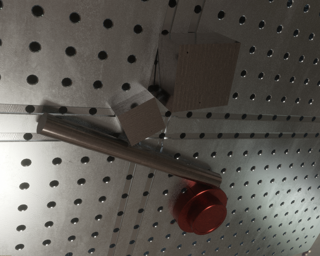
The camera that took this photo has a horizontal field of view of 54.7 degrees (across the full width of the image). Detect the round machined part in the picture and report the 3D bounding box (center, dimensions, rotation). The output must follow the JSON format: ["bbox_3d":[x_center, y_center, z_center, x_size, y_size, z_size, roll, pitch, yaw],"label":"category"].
[{"bbox_3d":[0.075,0.145,0.533,0.099,0.042,0.097,-14,125,-21],"label":"round machined part"}]

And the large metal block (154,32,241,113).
[{"bbox_3d":[0.043,-0.070,0.377,0.081,0.050,0.079,-9,122,-24],"label":"large metal block"}]

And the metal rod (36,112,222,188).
[{"bbox_3d":[-0.018,0.041,0.428,0.302,0.025,0.025,23,106,-37],"label":"metal rod"}]

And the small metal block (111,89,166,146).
[{"bbox_3d":[-0.026,-0.013,0.390,0.050,0.025,0.050,-29,129,-10],"label":"small metal block"}]
